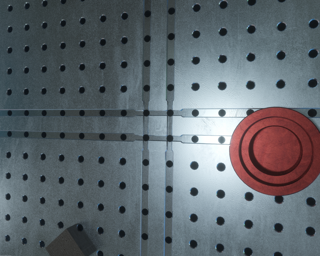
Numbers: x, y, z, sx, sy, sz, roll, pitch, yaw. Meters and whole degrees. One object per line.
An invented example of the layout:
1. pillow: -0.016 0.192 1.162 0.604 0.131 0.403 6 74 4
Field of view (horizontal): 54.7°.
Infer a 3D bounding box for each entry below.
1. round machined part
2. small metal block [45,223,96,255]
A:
1. round machined part: 0.132 0.025 0.357 0.098 0.042 0.097 0 90 20
2. small metal block: -0.133 0.180 0.460 0.050 0.025 0.050 -43 77 15
